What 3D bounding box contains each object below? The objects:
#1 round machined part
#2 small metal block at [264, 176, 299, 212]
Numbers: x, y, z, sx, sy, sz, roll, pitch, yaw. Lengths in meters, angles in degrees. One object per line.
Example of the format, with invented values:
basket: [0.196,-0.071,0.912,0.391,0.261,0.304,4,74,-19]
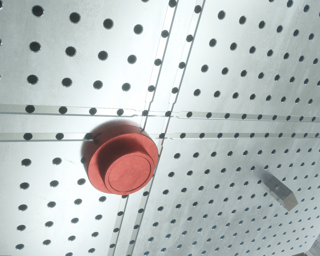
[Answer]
round machined part: [-0.046,0.049,0.407,0.099,0.042,0.097,-14,125,-21]
small metal block: [0.239,0.129,0.609,0.025,0.050,0.050,-41,130,-1]
